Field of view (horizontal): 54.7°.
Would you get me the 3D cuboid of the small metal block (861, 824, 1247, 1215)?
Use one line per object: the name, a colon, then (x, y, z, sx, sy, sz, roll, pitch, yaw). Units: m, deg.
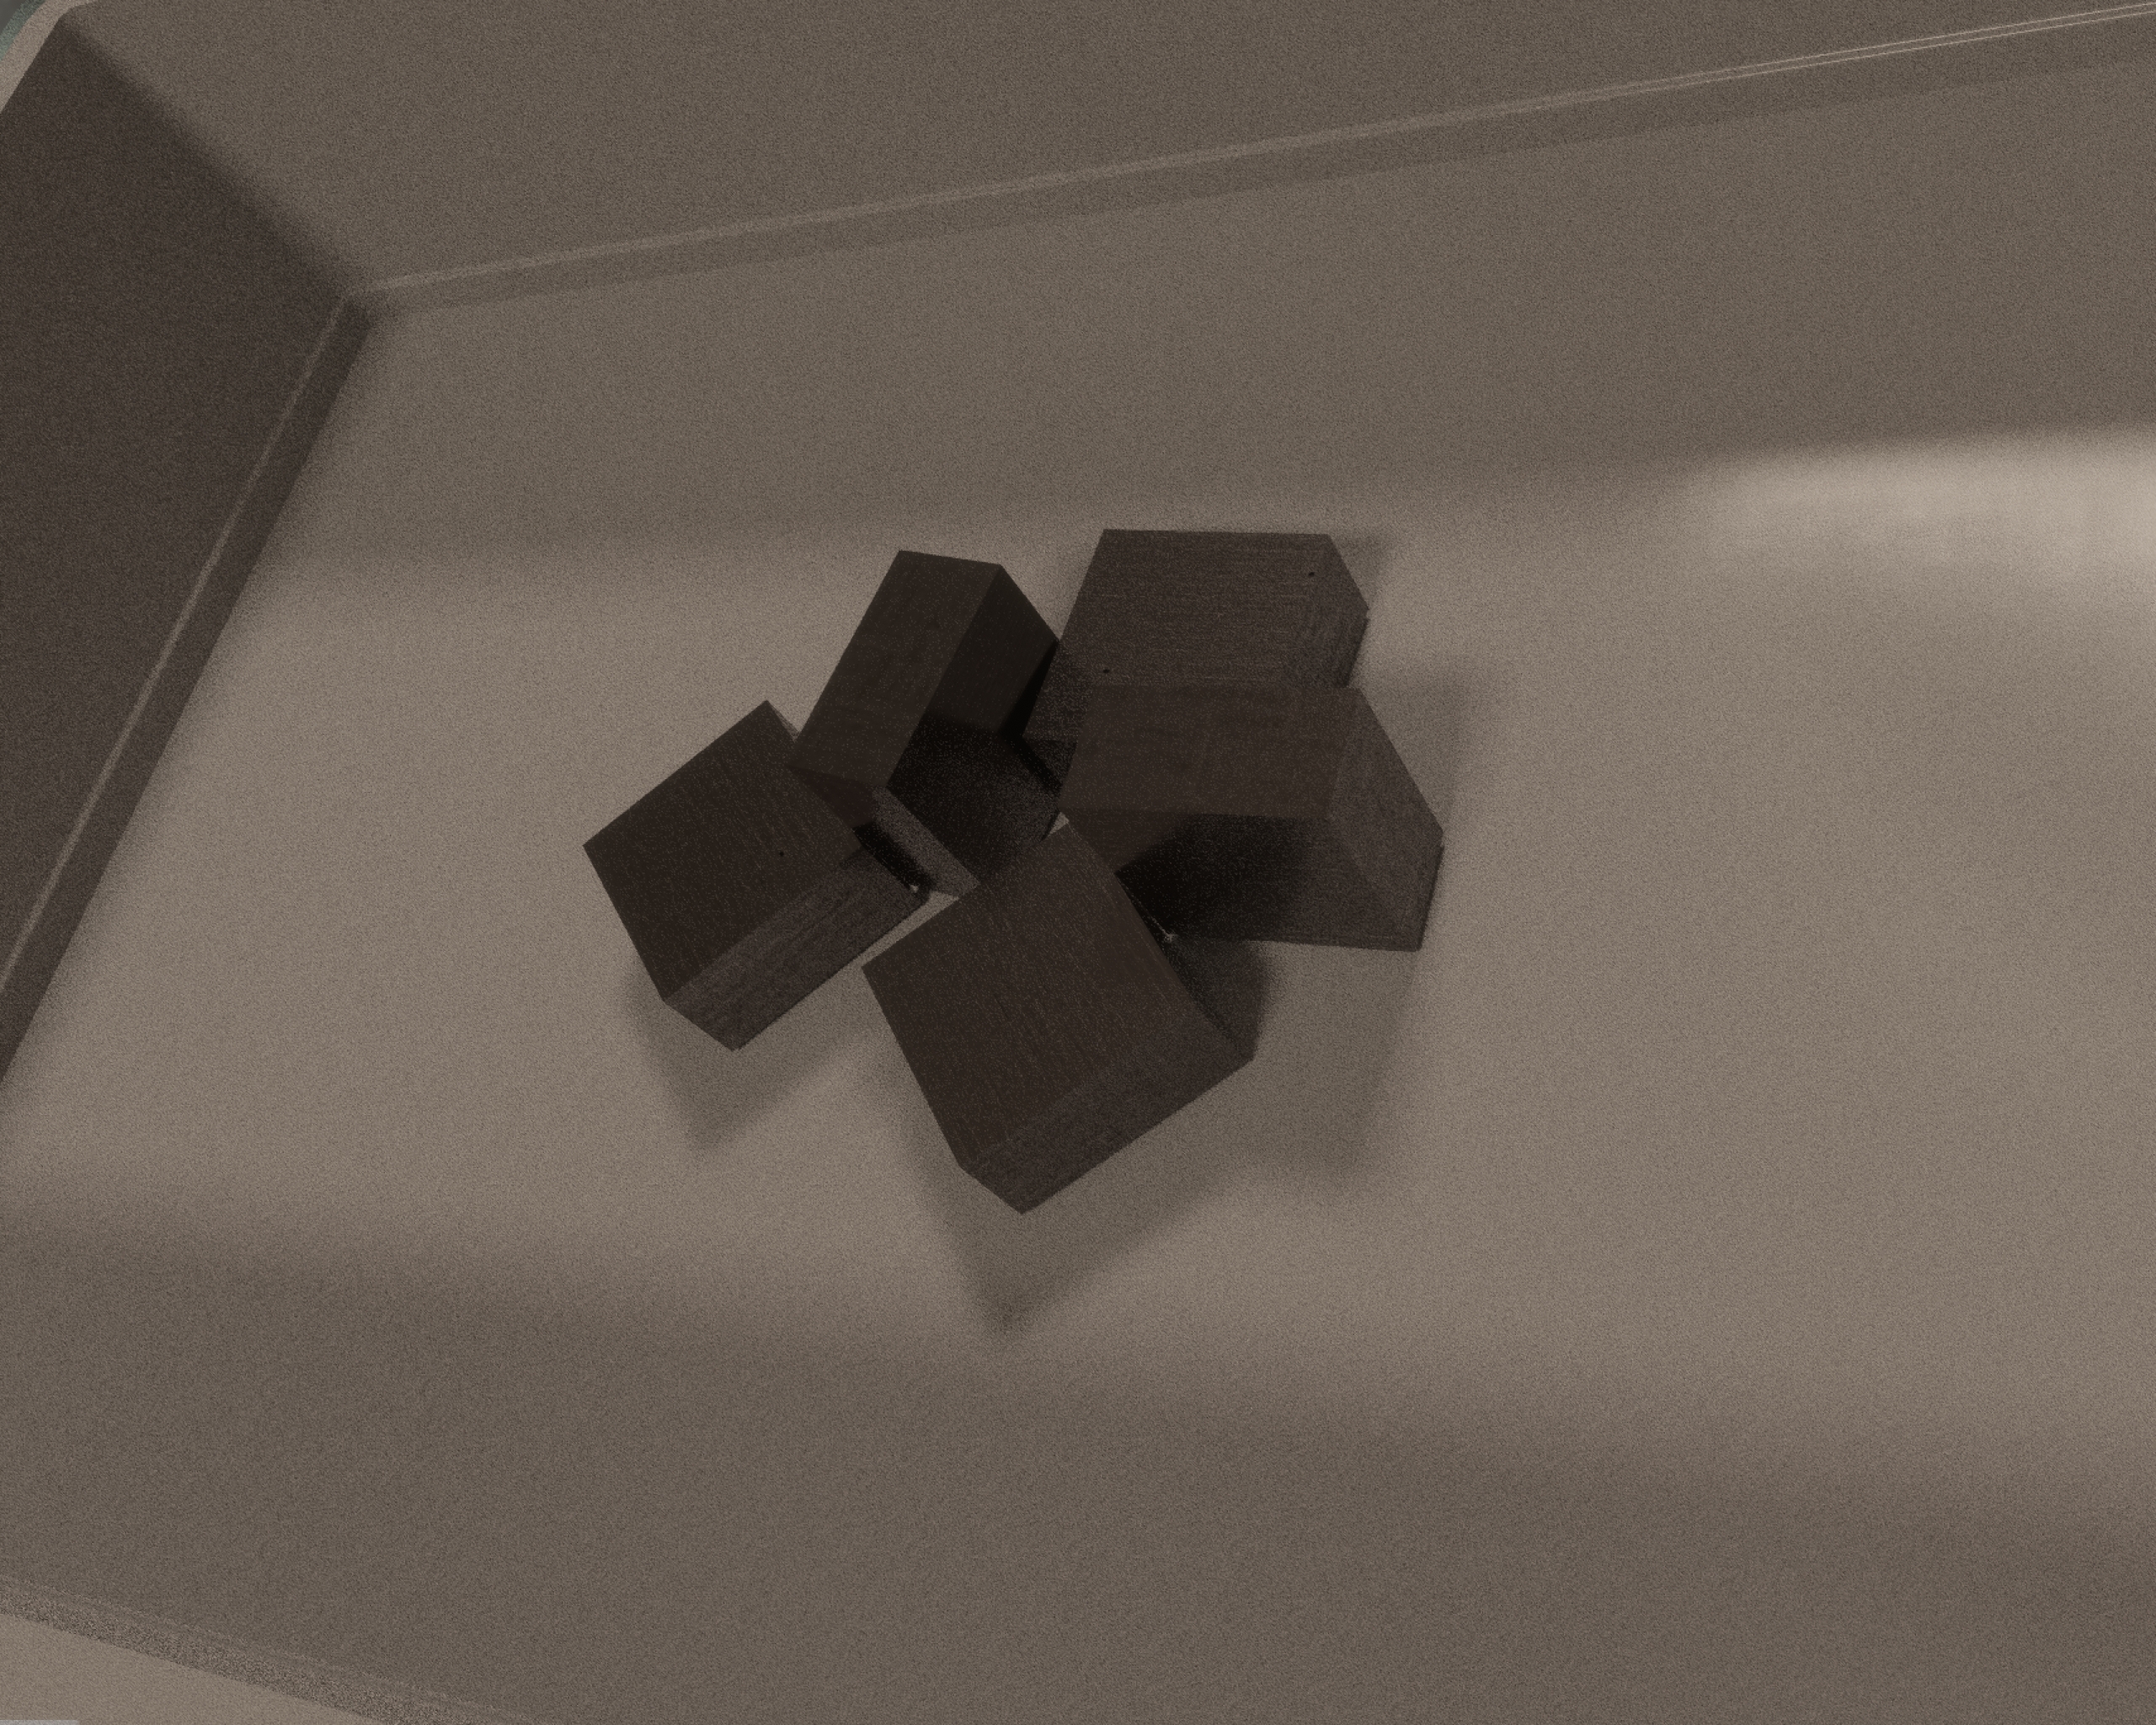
small metal block: (-0.005, 0.028, 0.387, 0.050, 0.025, 0.050, -35, 52, 4)

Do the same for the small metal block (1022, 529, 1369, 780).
small metal block: (0.024, -0.038, 0.413, 0.050, 0.025, 0.050, 7, 65, 30)

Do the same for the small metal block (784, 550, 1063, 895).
small metal block: (-0.025, -0.026, 0.414, 0.025, 0.050, 0.050, 13, 69, 33)

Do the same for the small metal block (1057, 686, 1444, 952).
small metal block: (0.032, -0.008, 0.374, 0.050, 0.050, 0.025, 3, 64, 29)

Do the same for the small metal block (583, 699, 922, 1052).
small metal block: (-0.069, 0.002, 0.436, 0.050, 0.025, 0.050, -38, 51, 2)
